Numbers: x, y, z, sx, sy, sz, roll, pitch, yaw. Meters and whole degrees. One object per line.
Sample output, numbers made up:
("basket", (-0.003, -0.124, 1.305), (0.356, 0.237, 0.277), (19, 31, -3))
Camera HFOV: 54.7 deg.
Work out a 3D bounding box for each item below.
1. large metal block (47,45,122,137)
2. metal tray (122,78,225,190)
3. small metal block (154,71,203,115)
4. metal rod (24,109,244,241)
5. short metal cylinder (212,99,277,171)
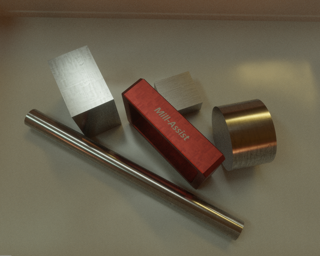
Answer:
("large metal block", (-0.092, -0.042, 0.393), (0.050, 0.080, 0.080), (-25, 72, -9))
("metal tray", (0.012, 0.010, 0.369), (0.030, 0.090, 0.130), (-42, 76, -14))
("small metal block", (0.024, -0.044, 0.423), (0.050, 0.025, 0.050), (-19, 71, -7))
("metal rod", (-0.039, 0.054, 0.388), (0.301, 0.025, 0.025), (27, 72, 9))
("short metal cylinder", (0.099, 0.008, 0.377), (0.050, 0.080, 0.080), (-11, 71, -3))
